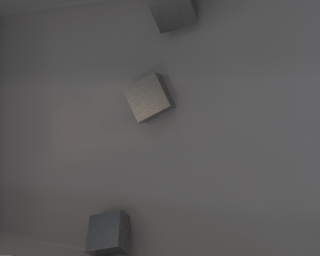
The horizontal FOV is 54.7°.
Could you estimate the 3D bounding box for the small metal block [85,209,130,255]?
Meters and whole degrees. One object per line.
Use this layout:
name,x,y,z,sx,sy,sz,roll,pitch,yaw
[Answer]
small metal block,-0.071,0.144,0.422,0.050,0.025,0.050,-17,48,19

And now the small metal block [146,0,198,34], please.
small metal block,0.016,-0.153,0.389,0.050,0.050,0.025,-10,49,19

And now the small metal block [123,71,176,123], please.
small metal block,-0.014,-0.040,0.415,0.050,0.025,0.050,-27,81,18
